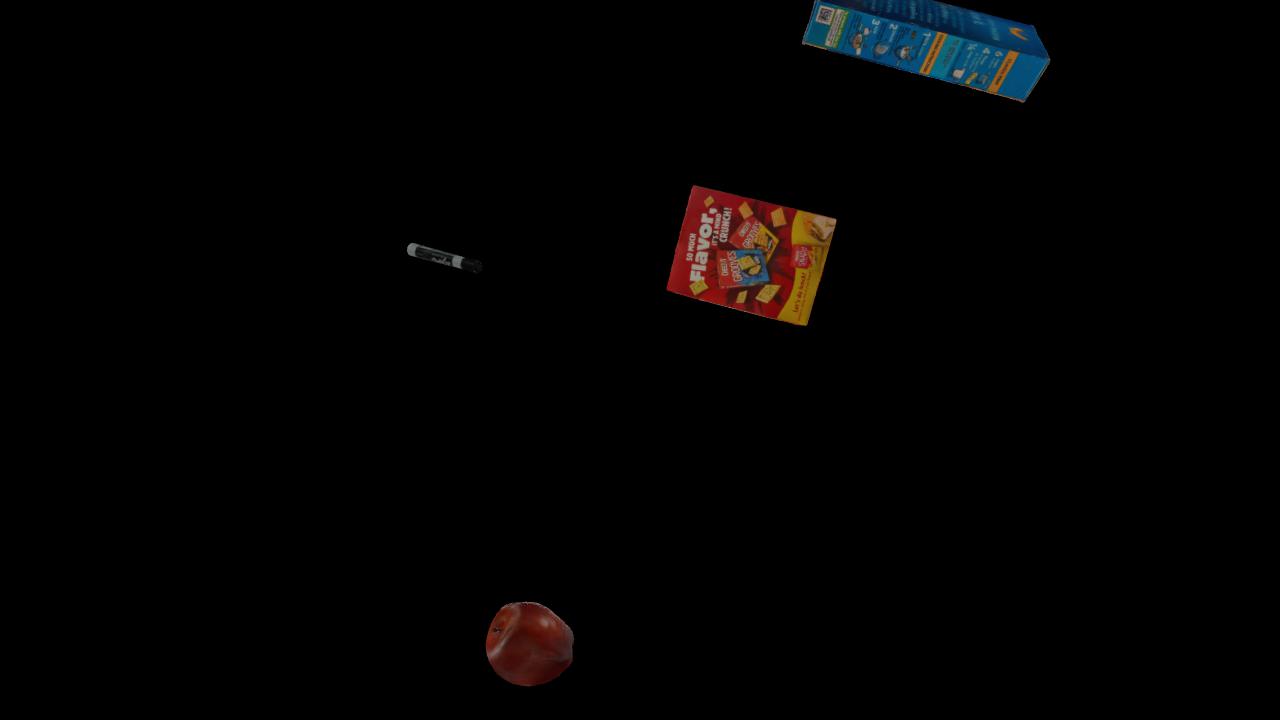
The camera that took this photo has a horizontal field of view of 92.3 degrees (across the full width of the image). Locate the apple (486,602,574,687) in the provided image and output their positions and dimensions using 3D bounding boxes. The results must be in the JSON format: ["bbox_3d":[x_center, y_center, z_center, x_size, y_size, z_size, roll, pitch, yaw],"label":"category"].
[{"bbox_3d":[-0.116,0.296,0.643,0.093,0.079,0.079,35,-16,-24],"label":"apple"}]

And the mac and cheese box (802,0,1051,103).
[{"bbox_3d":[0.235,-0.273,0.516,0.184,0.041,0.093,18,45,5],"label":"mac and cheese box"}]

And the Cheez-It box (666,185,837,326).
[{"bbox_3d":[0.167,-0.158,0.945,0.223,0.166,0.071,15,7,7],"label":"Cheez-It box"}]

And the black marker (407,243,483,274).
[{"bbox_3d":[-0.272,-0.142,0.858,0.121,0.020,0.020,16,5,19],"label":"black marker"}]
